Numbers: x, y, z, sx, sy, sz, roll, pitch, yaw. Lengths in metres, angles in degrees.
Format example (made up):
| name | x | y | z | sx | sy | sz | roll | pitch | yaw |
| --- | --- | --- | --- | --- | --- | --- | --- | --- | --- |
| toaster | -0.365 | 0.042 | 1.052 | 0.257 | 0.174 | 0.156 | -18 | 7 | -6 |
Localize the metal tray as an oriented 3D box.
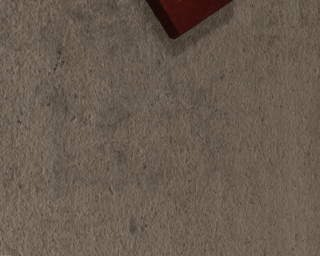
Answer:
| name | x | y | z | sx | sy | sz | roll | pitch | yaw |
| --- | --- | --- | --- | --- | --- | --- | --- | --- | --- |
| metal tray | 0.046 | -0.194 | 0.424 | 0.131 | 0.030 | 0.090 | -38 | 103 | -16 |
